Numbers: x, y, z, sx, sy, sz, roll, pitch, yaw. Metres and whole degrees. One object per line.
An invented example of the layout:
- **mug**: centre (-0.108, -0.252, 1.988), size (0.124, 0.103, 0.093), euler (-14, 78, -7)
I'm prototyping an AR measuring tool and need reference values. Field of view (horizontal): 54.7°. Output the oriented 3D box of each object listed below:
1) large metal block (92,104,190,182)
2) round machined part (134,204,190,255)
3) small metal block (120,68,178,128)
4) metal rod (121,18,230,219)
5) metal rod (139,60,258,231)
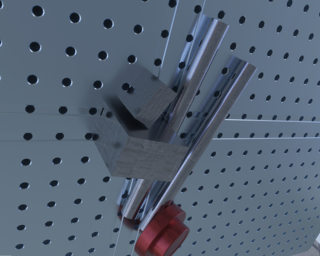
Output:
- **large metal block**: centre (-0.026, 0.018, 0.374), size (0.081, 0.080, 0.050), euler (12, 112, -34)
- **round machined part**: centre (0.009, 0.172, 0.489), size (0.099, 0.042, 0.097), euler (-39, 152, -26)
- **small metal block**: centre (-0.015, -0.036, 0.366), size (0.025, 0.050, 0.050), euler (34, 99, -39)
- **metal rod**: centre (0.013, 0.000, 0.420), size (0.025, 0.025, 0.298), euler (12, 112, -34)
- **metal rod**: centre (0.050, 0.037, 0.463), size (0.025, 0.025, 0.298), euler (20, 108, -36)
